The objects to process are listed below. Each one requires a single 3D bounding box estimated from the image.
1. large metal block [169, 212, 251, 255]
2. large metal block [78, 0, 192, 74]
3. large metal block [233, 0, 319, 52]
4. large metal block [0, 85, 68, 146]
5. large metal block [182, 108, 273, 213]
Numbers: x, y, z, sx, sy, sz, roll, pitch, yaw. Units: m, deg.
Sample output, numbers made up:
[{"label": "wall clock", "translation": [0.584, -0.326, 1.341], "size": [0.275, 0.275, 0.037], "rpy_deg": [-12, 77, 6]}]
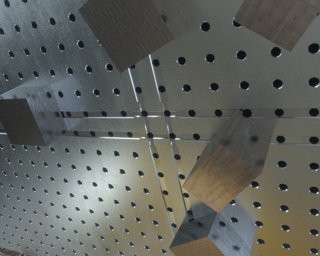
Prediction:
[{"label": "large metal block", "translation": [0.076, 0.183, 0.468], "size": [0.080, 0.050, 0.080], "rpy_deg": [50, 129, -7]}, {"label": "large metal block", "translation": [-0.026, -0.119, 0.336], "size": [0.080, 0.050, 0.080], "rpy_deg": [-24, 106, 36]}, {"label": "large metal block", "translation": [0.109, -0.118, 0.245], "size": [0.050, 0.080, 0.080], "rpy_deg": [32, 129, 7]}, {"label": "large metal block", "translation": [-0.206, -0.020, 0.493], "size": [0.080, 0.050, 0.080], "rpy_deg": [1, 119, 28]}, {"label": "large metal block", "translation": [0.078, 0.036, 0.357], "size": [0.050, 0.080, 0.080], "rpy_deg": [35, 129, 5]}]
